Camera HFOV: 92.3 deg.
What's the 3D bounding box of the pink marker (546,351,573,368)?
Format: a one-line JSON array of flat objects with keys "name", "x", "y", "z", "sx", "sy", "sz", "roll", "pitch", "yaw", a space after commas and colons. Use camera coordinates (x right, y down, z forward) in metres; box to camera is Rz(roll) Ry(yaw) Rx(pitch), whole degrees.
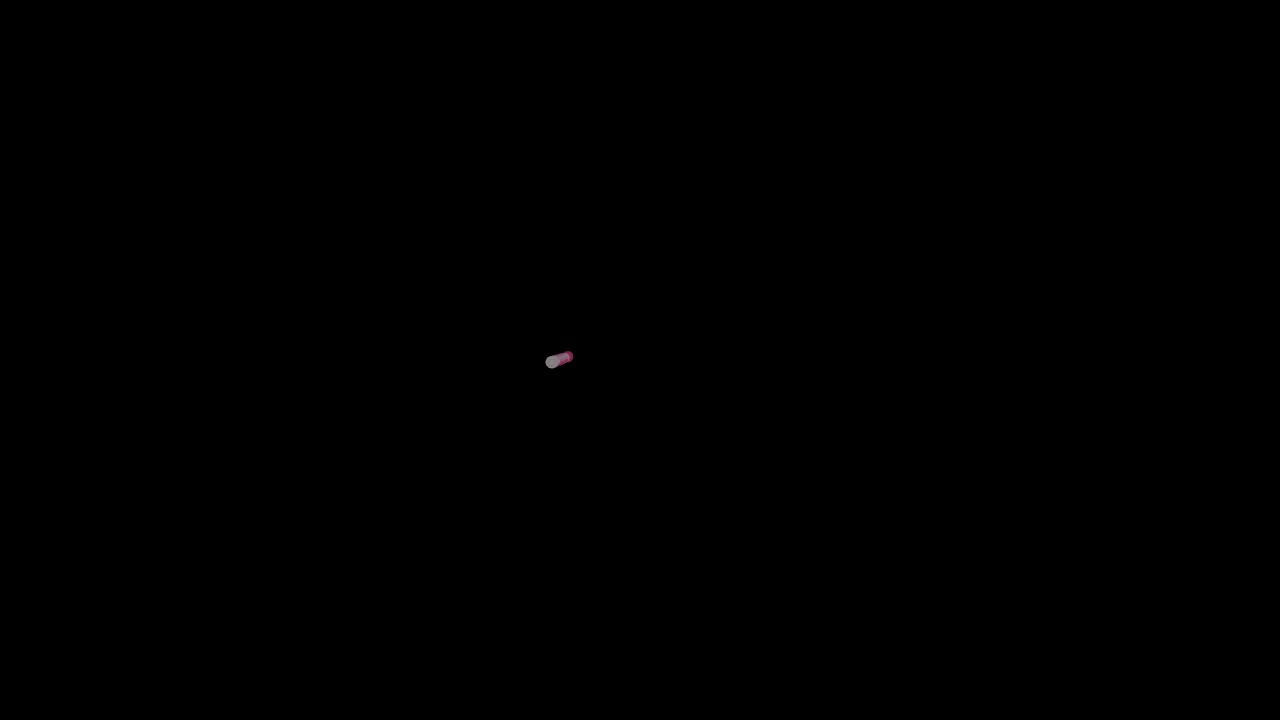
[{"name": "pink marker", "x": -0.126, "y": -0.001, "z": 0.980, "sx": 0.020, "sy": 0.020, "sz": 0.121, "roll": 0, "pitch": 4, "yaw": 6}]
